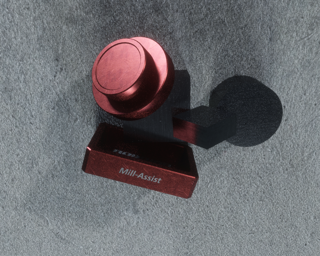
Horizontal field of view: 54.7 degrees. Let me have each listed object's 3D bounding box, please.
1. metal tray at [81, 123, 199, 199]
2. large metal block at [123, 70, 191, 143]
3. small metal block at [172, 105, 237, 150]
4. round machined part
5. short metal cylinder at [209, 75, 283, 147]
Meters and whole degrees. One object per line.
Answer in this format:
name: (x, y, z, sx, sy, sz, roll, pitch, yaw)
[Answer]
metal tray: (-0.022, 0.037, 0.389, 0.131, 0.090, 0.030, 16, 110, -6)
large metal block: (-0.005, -0.029, 0.388, 0.080, 0.050, 0.079, -1, 110, 0)
small metal block: (0.050, -0.003, 0.348, 0.050, 0.050, 0.025, -22, 118, -37)
round machined part: (-0.037, -0.061, 0.349, 0.098, 0.098, 0.042, -35, 151, 11)
short metal cylinder: (0.105, -0.023, 0.391, 0.081, 0.050, 0.079, 0, 110, 0)
